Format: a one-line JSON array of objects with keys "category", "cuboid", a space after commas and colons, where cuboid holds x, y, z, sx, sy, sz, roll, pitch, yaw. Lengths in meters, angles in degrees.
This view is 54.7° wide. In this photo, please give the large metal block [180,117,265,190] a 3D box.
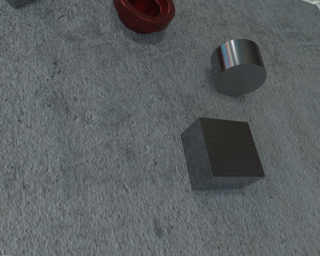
[{"category": "large metal block", "cuboid": [0.081, 0.036, 0.412, 0.081, 0.050, 0.080, 5, 60, -26]}]

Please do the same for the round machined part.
[{"category": "round machined part", "cuboid": [-0.028, -0.190, 0.495, 0.099, 0.042, 0.098, 14, 56, -21]}]

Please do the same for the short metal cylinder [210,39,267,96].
[{"category": "short metal cylinder", "cuboid": [0.125, -0.095, 0.496, 0.081, 0.080, 0.050, 11, 57, -23]}]

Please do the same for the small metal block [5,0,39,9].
[{"category": "small metal block", "cuboid": [-0.193, -0.195, 0.419, 0.050, 0.025, 0.050, 43, 51, 1]}]
